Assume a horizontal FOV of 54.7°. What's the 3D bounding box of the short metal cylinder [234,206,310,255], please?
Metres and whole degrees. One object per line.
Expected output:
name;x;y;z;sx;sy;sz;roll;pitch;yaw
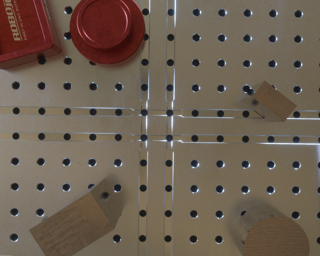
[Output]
short metal cylinder;0.142;0.147;0.402;0.081;0.050;0.079;0;90;0

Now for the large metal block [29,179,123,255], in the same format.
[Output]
large metal block;-0.099;0.113;0.385;0.080;0.080;0.050;-32;90;0

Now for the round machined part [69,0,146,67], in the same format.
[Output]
round machined part;-0.069;-0.132;0.404;0.099;0.042;0.097;0;90;0

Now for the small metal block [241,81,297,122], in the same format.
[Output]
small metal block;0.140;-0.033;0.402;0.050;0.050;0.025;38;90;0

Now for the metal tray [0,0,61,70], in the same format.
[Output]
metal tray;-0.195;-0.153;0.408;0.090;0.030;0.129;-16;90;0
